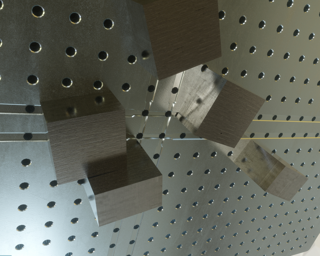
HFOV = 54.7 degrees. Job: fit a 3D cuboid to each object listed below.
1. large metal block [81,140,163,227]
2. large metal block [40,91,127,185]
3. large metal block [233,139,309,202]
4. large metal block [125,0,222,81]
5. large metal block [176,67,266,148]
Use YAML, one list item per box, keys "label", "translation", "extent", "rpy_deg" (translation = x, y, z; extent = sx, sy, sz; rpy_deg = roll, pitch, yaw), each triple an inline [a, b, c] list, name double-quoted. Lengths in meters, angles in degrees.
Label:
- label: "large metal block"
  translation: [-0.051, 0.065, 0.390]
  extent: [0.081, 0.080, 0.050]
  rpy_deg: [-13, 124, -22]
- label: "large metal block"
  translation: [-0.086, 0.010, 0.355]
  extent: [0.081, 0.050, 0.079]
  rpy_deg: [-12, 124, -22]
- label: "large metal block"
  translation: [0.187, 0.072, 0.526]
  extent: [0.080, 0.080, 0.050]
  rpy_deg: [25, 104, -37]
- label: "large metal block"
  translation: [0.017, -0.109, 0.338]
  extent: [0.081, 0.050, 0.080]
  rpy_deg: [-24, 127, -14]
- label: "large metal block"
  translation: [0.083, -0.026, 0.426]
  extent: [0.081, 0.050, 0.080]
  rpy_deg: [18, 109, -36]
